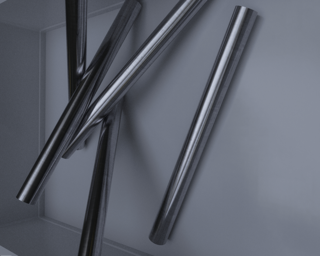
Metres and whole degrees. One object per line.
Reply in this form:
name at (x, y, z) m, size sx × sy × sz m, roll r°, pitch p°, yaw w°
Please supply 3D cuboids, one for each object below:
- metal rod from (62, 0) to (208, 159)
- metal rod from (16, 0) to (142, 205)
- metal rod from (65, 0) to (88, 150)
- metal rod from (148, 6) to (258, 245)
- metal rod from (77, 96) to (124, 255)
metal rod at (-0.039, -0.069, 0.398) m, size 0.299 × 0.025 × 0.025 m, roll -46°, pitch 62°, yaw 16°
metal rod at (-0.101, -0.043, 0.409) m, size 0.025 × 0.025 × 0.299 m, roll 17°, pitch 76°, yaw 38°
metal rod at (-0.112, -0.078, 0.419) m, size 0.025 × 0.025 × 0.298 m, roll 46°, pitch 142°, yaw 30°
metal rod at (0.044, 0.010, 0.368) m, size 0.025 × 0.025 × 0.298 m, roll 30°, pitch 109°, yaw 35°
metal rod at (-0.073, 0.074, 0.381) m, size 0.025 × 0.025 × 0.300 m, roll -25°, pitch 48°, yaw 37°
